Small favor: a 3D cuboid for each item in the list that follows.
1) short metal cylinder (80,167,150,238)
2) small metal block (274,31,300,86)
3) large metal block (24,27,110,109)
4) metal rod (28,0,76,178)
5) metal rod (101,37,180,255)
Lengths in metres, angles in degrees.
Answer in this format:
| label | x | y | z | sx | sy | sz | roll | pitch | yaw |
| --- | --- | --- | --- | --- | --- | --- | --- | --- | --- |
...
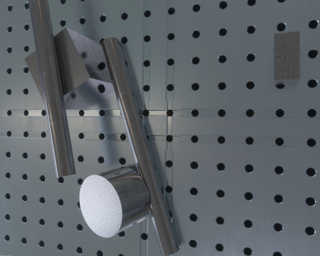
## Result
| label | x | y | z | sx | sy | sz | roll | pitch | yaw |
| --- | --- | --- | --- | --- | --- | --- | --- | --- | --- |
| short metal cylinder | -0.060 | 0.096 | 0.408 | 0.080 | 0.050 | 0.079 | 6 | 99 | 38 |
| small metal block | 0.142 | -0.076 | 0.349 | 0.025 | 0.050 | 0.050 | 0 | 90 | 20 |
| large metal block | -0.133 | -0.082 | 0.446 | 0.080 | 0.050 | 0.080 | -29 | 81 | 17 |
| metal rod | -0.148 | -0.085 | 0.411 | 0.025 | 0.025 | 0.298 | -12 | 86 | 19 |
| metal rod | -0.029 | 0.020 | 0.422 | 0.025 | 0.025 | 0.299 | -19 | 84 | 19 |
